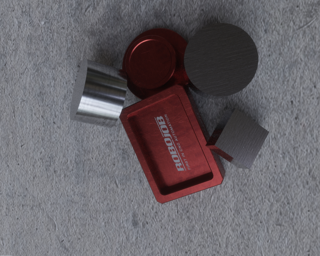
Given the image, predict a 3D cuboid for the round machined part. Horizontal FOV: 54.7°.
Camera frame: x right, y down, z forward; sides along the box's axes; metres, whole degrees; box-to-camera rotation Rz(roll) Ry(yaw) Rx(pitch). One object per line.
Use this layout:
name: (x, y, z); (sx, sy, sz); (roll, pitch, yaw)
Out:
round machined part: (-0.006, -0.082, 0.404); (0.098, 0.042, 0.097); (0, 90, 20)

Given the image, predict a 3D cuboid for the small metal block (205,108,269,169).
small metal block: (0.090, 0.013, 0.360); (0.050, 0.025, 0.050); (34, 77, -10)

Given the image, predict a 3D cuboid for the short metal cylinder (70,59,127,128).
short metal cylinder: (-0.081, -0.044, 0.403); (0.050, 0.080, 0.080); (13, 96, -24)

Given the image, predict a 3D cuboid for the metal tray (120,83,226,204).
metal tray: (0.015, 0.020, 0.390); (0.090, 0.030, 0.129); (-23, 92, 18)

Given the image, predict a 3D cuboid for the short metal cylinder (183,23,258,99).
short metal cylinder: (0.067, -0.075, 0.362); (0.080, 0.050, 0.079); (0, 92, 2)
